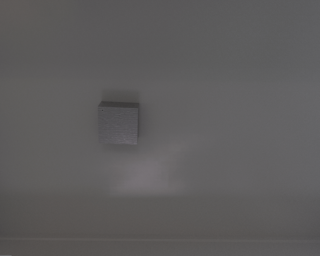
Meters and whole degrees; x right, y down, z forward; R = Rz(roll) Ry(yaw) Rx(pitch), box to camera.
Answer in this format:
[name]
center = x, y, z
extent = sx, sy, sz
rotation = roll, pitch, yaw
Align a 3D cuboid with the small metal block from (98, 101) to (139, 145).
[small metal block]
center = -0.054, -0.007, 0.408
extent = 0.050, 0.025, 0.050
rotation = 2, 110, -1
